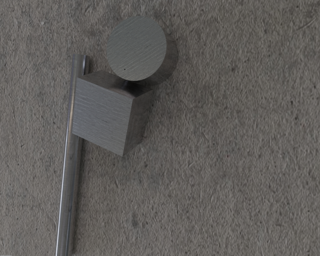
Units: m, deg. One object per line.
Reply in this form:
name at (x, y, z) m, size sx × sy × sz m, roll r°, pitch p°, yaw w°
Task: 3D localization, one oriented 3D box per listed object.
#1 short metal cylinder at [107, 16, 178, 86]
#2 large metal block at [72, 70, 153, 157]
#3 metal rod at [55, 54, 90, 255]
short metal cylinder at (-0.022, -0.098, 0.403) m, size 0.080 × 0.050 × 0.080 m, roll 0°, pitch 90°, yaw 19°
large metal block at (-0.063, -0.021, 0.405) m, size 0.080 × 0.050 × 0.079 m, roll 23°, pitch 118°, yaw 18°
metal rod at (-0.128, 0.044, 0.454) m, size 0.025 × 0.025 × 0.298 m, roll 6°, pitch 92°, yaw 20°
